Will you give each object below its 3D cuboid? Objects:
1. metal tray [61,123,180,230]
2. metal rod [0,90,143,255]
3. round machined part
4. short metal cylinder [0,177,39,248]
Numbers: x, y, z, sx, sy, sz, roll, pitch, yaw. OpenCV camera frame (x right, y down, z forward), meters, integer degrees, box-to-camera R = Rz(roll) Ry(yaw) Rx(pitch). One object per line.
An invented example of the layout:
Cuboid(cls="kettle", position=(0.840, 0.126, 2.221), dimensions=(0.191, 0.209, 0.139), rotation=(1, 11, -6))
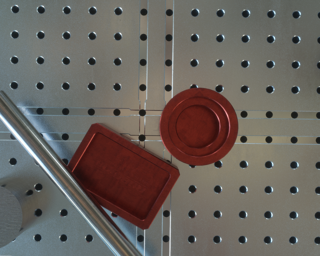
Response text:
Cuboid(cls="metal tray", position=(-0.051, 0.062, 0.410), dimensions=(0.130, 0.030, 0.090), rotation=(30, 90, -1))
Cuboid(cls="metal rod", position=(-0.106, 0.077, 0.381), dimensions=(0.025, 0.025, 0.300), rotation=(-40, 91, 0))
Cuboid(cls="round machined part", position=(0.048, -0.002, 0.406), dimensions=(0.099, 0.042, 0.097), rotation=(0, 90, -1))
Cuboid(cls="short metal cylinder", position=(-0.206, 0.107, 0.398), dimensions=(0.081, 0.050, 0.079), rotation=(0, 90, -1))
